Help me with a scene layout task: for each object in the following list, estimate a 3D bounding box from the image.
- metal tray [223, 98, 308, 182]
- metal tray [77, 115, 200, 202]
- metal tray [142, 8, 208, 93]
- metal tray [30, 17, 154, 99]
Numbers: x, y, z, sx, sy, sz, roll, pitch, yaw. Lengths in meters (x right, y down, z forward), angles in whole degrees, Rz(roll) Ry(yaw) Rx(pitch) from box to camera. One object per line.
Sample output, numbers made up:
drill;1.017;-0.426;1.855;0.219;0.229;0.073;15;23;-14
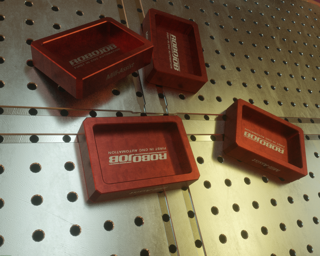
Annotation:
metal tray;0.164;0.019;0.480;0.131;0.030;0.090;23;53;-14
metal tray;-0.024;0.032;0.371;0.131;0.030;0.090;-3;63;-29
metal tray;0.022;-0.123;0.490;0.091;0.030;0.130;9;58;-23
metal tray;-0.083;-0.096;0.400;0.090;0.030;0.131;36;48;20
